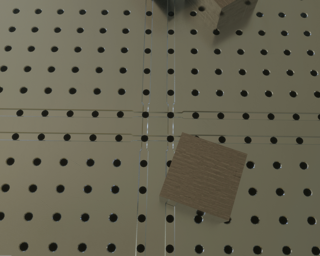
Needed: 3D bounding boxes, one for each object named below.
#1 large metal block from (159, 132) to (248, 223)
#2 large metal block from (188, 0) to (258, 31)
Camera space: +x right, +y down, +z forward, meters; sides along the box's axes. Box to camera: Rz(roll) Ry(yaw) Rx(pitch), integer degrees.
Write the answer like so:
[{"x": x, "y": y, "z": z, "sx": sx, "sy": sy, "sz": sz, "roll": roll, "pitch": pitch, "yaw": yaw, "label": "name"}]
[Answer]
[{"x": 0.051, "y": 0.061, "z": 0.376, "sx": 0.080, "sy": 0.050, "sz": 0.080, "roll": 19, "pitch": 71, "yaw": 7, "label": "large metal block"}, {"x": 0.097, "y": -0.211, "z": 0.476, "sx": 0.080, "sy": 0.050, "sz": 0.080, "roll": -33, "pitch": 74, "yaw": -11, "label": "large metal block"}]
